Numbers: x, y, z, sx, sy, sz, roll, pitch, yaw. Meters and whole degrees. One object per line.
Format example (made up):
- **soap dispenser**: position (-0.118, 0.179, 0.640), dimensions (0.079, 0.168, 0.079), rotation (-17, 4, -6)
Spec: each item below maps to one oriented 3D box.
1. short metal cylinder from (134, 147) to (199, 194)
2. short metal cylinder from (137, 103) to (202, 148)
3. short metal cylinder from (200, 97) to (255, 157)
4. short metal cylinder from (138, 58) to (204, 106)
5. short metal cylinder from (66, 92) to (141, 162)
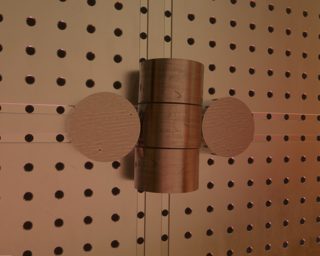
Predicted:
- **short metal cylinder**: position (0.008, 0.049, 0.387), dimensions (0.081, 0.080, 0.050), rotation (1, 90, -20)
- **short metal cylinder**: position (0.012, -0.002, 0.388), dimensions (0.081, 0.080, 0.050), rotation (2, 90, -20)
- **short metal cylinder**: position (0.082, -0.001, 0.430), dimensions (0.081, 0.050, 0.079), rotation (0, 90, -21)
- **short metal cylinder**: position (0.014, -0.054, 0.389), dimensions (0.081, 0.080, 0.050), rotation (3, 89, -20)
- **short metal cylinder**: position (-0.069, -0.001, 0.374), dimensions (0.081, 0.050, 0.079), rotation (0, 90, -21)
